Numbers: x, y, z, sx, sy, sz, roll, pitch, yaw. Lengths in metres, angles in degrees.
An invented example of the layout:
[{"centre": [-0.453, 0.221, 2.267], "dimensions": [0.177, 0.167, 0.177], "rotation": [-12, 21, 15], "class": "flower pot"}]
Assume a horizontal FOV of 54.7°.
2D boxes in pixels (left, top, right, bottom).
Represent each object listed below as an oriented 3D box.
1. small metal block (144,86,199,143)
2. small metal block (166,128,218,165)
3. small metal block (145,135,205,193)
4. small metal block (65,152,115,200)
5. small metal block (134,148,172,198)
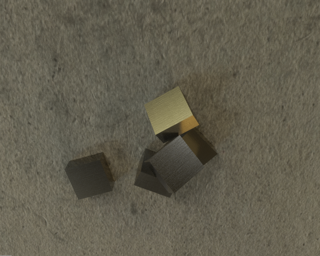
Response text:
[{"centre": [0.014, -0.017, 0.388], "dimensions": [0.050, 0.050, 0.025], "rotation": [-28, 144, 9], "class": "small metal block"}, {"centre": [0.041, 0.029, 0.421], "dimensions": [0.050, 0.025, 0.050], "rotation": [-42, 105, 13], "class": "small metal block"}, {"centre": [0.018, 0.045, 0.384], "dimensions": [0.050, 0.025, 0.050], "rotation": [-38, 90, -18], "class": "small metal block"}, {"centre": [-0.097, 0.067, 0.433], "dimensions": [0.050, 0.025, 0.050], "rotation": [-16, 110, 5], "class": "small metal block"}, {"centre": [-0.004, 0.060, 0.416], "dimensions": [0.050, 0.050, 0.025], "rotation": [22, 122, -8], "class": "small metal block"}]
